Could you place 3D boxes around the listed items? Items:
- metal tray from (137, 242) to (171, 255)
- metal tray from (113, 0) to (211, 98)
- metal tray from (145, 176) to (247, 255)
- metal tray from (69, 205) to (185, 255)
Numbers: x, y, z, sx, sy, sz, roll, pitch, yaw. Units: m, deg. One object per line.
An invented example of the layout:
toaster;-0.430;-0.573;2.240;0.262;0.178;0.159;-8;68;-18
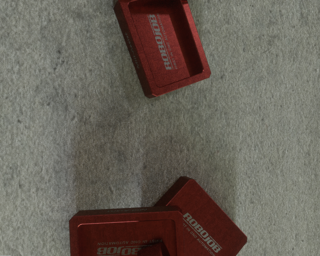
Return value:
metal tray;0.017;0.207;0.359;0.030;0.090;0.130;-23;124;10
metal tray;0.005;-0.114;0.408;0.091;0.030;0.129;-22;98;-19
metal tray;0.049;0.142;0.426;0.090;0.030;0.130;-46;104;-14
metal tray;-0.037;0.143;0.367;0.131;0.030;0.089;-3;88;0
